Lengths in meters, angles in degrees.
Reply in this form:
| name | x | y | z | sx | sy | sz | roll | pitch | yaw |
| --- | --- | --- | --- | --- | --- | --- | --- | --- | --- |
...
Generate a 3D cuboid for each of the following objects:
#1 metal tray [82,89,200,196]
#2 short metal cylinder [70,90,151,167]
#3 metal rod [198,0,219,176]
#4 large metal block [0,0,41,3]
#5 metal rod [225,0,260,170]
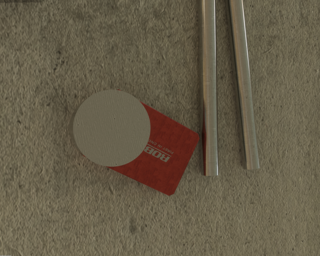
| name | x | y | z | sx | sy | sz | roll | pitch | yaw |
| --- | --- | --- | --- | --- | --- | --- | --- | --- | --- |
| metal tray | -0.024 | 0.020 | 0.399 | 0.131 | 0.030 | 0.090 | 29 | 80 | -18 |
| short metal cylinder | -0.057 | 0.000 | 0.343 | 0.081 | 0.050 | 0.079 | 0 | 90 | -20 |
| metal rod | 0.067 | -0.084 | 0.435 | 0.025 | 0.025 | 0.298 | -1 | 91 | -20 |
| large metal block | -0.158 | -0.185 | 0.321 | 0.050 | 0.080 | 0.079 | -9 | 93 | -20 |
| metal rod | 0.119 | -0.089 | 0.454 | 0.025 | 0.025 | 0.298 | -8 | 93 | -20 |
